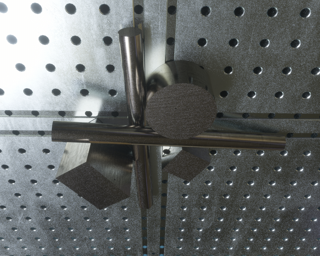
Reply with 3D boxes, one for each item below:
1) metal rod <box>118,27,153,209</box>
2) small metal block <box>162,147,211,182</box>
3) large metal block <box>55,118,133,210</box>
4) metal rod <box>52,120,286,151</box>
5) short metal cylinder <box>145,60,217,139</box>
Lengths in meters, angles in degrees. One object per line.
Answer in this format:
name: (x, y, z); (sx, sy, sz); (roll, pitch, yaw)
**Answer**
metal rod: (-0.028, 0.012, 0.422); (0.025, 0.025, 0.298); (-1, 130, 1)
small metal block: (0.037, 0.047, 0.454); (0.050, 0.025, 0.050); (26, 125, -21)
large metal block: (-0.082, 0.048, 0.414); (0.050, 0.080, 0.080); (-28, 125, 21)
metal rod: (0.021, 0.012, 0.397); (0.302, 0.025, 0.025); (3, 131, -13)
short metal cylinder: (0.024, -0.033, 0.368); (0.081, 0.050, 0.079); (0, 130, 0)
